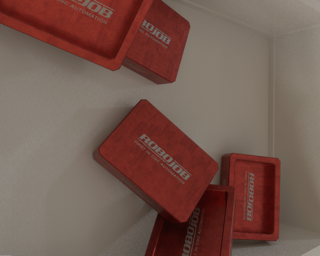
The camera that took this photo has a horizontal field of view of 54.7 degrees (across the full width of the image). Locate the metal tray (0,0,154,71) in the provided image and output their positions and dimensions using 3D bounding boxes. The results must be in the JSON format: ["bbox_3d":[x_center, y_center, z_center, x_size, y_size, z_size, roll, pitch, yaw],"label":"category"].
[{"bbox_3d":[-0.081,-0.120,0.287,0.131,0.030,0.089,20,113,-25],"label":"metal tray"}]

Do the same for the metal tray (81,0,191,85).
[{"bbox_3d":[-0.026,-0.120,0.382,0.131,0.030,0.090,23,77,-38],"label":"metal tray"}]

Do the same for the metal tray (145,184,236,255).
[{"bbox_3d":[0.040,0.124,0.368,0.130,0.090,0.030,-68,154,-47],"label":"metal tray"}]

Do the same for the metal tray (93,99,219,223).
[{"bbox_3d":[-0.002,0.040,0.373,0.130,0.030,0.090,42,62,-8],"label":"metal tray"}]

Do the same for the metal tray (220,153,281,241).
[{"bbox_3d":[0.144,0.109,0.495,0.091,0.030,0.129,7,80,-13],"label":"metal tray"}]
